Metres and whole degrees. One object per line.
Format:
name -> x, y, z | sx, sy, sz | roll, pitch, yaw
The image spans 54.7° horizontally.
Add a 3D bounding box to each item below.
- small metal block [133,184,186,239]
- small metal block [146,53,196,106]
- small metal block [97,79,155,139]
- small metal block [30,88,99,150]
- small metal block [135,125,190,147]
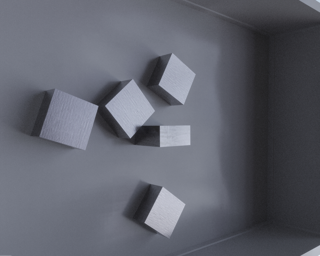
small metal block -> 0.000, 0.110, 0.409 | 0.050, 0.025, 0.050 | 43, 64, -32
small metal block -> 0.016, -0.065, 0.422 | 0.050, 0.025, 0.050 | 35, 69, -35
small metal block -> -0.041, -0.023, 0.374 | 0.050, 0.025, 0.050 | -50, 120, -28
small metal block -> -0.099, -0.008, 0.325 | 0.050, 0.025, 0.050 | 23, 76, -38
small metal block -> 0.003, 0.009, 0.395 | 0.050, 0.050, 0.025 | -1, 91, -40
